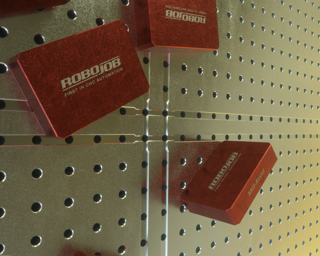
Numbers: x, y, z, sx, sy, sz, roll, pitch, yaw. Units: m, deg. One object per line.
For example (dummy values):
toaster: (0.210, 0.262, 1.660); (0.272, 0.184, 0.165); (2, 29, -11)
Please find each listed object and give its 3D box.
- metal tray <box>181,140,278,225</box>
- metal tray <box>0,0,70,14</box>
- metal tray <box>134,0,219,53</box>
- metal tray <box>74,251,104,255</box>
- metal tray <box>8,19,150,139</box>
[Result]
metal tray: (0.102, 0.073, 0.455); (0.131, 0.090, 0.030); (-47, 119, -30)
metal tray: (-0.127, -0.133, 0.257); (0.131, 0.090, 0.030); (-28, 92, -37)
metal tray: (0.027, -0.153, 0.430); (0.131, 0.030, 0.089); (-9, 96, -40)
metal tray: (-0.075, 0.214, 0.344); (0.090, 0.030, 0.130); (31, 71, -36)
metal tray: (-0.080, -0.056, 0.340); (0.131, 0.030, 0.090); (-34, 112, -35)
